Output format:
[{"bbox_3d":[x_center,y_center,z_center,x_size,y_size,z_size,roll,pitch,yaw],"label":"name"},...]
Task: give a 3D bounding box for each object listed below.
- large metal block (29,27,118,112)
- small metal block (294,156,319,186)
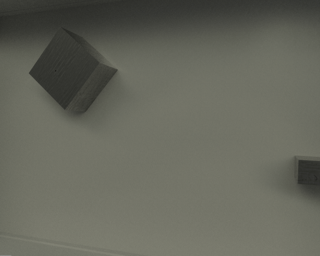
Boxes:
[{"bbox_3d":[-0.122,-0.080,0.439,0.080,0.050,0.080,43,103,14],"label":"large metal block"},{"bbox_3d":[0.175,0.046,0.336,0.050,0.050,0.025,2,91,19],"label":"small metal block"}]
